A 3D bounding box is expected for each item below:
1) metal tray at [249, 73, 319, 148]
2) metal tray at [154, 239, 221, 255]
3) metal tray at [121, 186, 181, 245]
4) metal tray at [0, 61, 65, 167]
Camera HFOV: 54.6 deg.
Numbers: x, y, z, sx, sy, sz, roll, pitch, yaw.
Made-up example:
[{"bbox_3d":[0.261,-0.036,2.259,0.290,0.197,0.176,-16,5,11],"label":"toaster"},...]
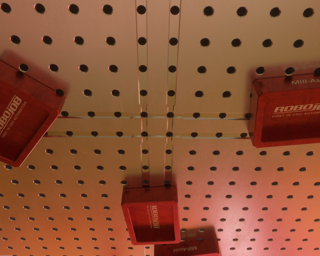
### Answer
[{"bbox_3d":[0.183,-0.021,0.391,0.131,0.030,0.090,-5,130,4],"label":"metal tray"},{"bbox_3d":[0.061,0.273,0.641,0.130,0.030,0.090,-11,129,9],"label":"metal tray"},{"bbox_3d":[-0.012,0.156,0.540,0.090,0.030,0.129,-4,130,3],"label":"metal tray"},{"bbox_3d":[-0.194,-0.011,0.396,0.090,0.030,0.129,31,123,-24],"label":"metal tray"}]
